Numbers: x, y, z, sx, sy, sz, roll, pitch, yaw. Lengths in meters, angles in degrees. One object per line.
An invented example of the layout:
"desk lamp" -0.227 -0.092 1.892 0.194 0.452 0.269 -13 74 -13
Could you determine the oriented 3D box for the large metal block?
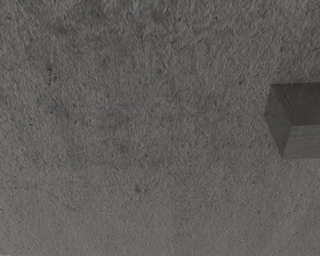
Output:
"large metal block" 0.177 -0.010 0.364 0.080 0.080 0.050 -2 130 2
